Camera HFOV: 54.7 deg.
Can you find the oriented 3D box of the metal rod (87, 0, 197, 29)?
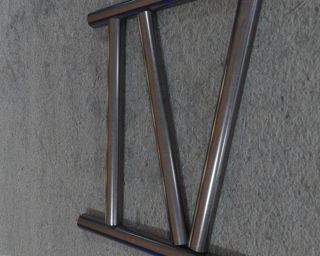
[{"bbox_3d":[0.011,-0.167,0.396,0.300,0.025,0.025,2,91,39],"label":"metal rod"}]

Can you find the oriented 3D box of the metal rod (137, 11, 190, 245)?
[{"bbox_3d":[0.004,-0.006,0.400,0.025,0.025,0.298,-15,81,39],"label":"metal rod"}]

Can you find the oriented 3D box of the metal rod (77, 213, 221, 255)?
[{"bbox_3d":[-0.009,0.155,0.410,0.300,0.025,0.025,2,91,39],"label":"metal rod"}]

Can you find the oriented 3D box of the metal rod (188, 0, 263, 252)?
[{"bbox_3d":[0.072,-0.005,0.345,0.025,0.025,0.298,17,101,38],"label":"metal rod"}]

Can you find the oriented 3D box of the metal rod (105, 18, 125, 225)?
[{"bbox_3d":[-0.066,-0.009,0.458,0.025,0.025,0.298,1,91,39],"label":"metal rod"}]
